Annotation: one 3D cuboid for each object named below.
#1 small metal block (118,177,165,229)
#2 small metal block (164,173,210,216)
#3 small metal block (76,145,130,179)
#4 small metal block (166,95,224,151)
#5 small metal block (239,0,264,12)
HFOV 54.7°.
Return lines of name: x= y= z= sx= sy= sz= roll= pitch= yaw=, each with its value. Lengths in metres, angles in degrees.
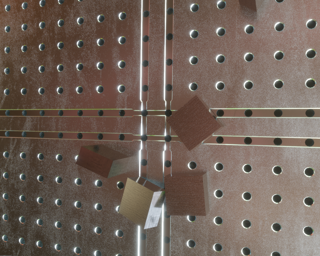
small metal block: x=-0.024 y=0.098 z=0.411 sx=0.050 sy=0.025 sz=0.050 roll=20 pitch=97 yaw=40
small metal block: x=0.035 y=0.085 z=0.400 sx=0.050 sy=0.025 sz=0.050 roll=-5 pitch=88 yaw=19
small metal block: x=-0.077 y=0.044 z=0.425 sx=0.050 sy=0.050 sz=0.025 roll=21 pitch=97 yaw=18
small metal block: x=0.045 y=-0.006 z=0.396 sx=0.050 sy=0.025 sz=0.050 roll=-40 pitch=78 yaw=15
small metal block: x=0.115 y=-0.171 z=0.359 sx=0.025 sy=0.050 sz=0.050 roll=35 pitch=101 yaw=16
